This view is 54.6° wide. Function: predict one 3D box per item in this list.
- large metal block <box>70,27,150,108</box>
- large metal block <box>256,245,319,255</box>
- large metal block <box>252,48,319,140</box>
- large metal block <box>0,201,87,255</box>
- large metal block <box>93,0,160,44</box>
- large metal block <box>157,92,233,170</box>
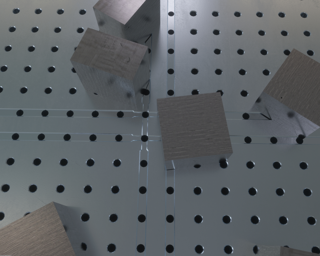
[{"bbox_3d":[-0.061,-0.077,0.410,0.080,0.080,0.050,19,71,7],"label":"large metal block"},{"bbox_3d":[0.133,0.169,0.322,0.050,0.080,0.080,11,70,4],"label":"large metal block"},{"bbox_3d":[0.186,-0.045,0.416,0.080,0.050,0.080,35,74,12],"label":"large metal block"},{"bbox_3d":[-0.134,0.140,0.347,0.080,0.050,0.080,-27,72,-10],"label":"large metal block"},{"bbox_3d":[-0.043,-0.160,0.441,0.050,0.080,0.080,32,73,11],"label":"large metal block"},{"bbox_3d":[0.041,0.005,0.397,0.080,0.050,0.080,-7,70,-3],"label":"large metal block"}]
